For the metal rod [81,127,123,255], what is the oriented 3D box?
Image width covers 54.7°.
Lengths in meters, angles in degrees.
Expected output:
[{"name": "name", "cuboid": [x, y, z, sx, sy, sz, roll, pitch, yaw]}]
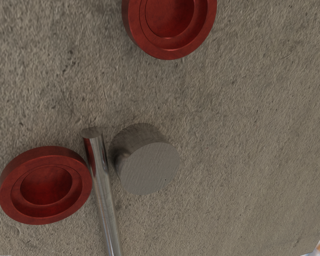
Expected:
[{"name": "metal rod", "cuboid": [-0.075, 0.130, 0.446, 0.025, 0.025, 0.298, -16, 125, -20]}]

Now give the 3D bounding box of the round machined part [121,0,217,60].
[{"name": "round machined part", "cuboid": [0.006, -0.124, 0.322, 0.099, 0.042, 0.097, -14, 124, -21]}]

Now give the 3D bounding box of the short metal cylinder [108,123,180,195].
[{"name": "short metal cylinder", "cuboid": [-0.021, 0.040, 0.404, 0.081, 0.050, 0.079, -14, 124, -21]}]

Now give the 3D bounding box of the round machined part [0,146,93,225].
[{"name": "round machined part", "cuboid": [-0.133, 0.062, 0.361, 0.099, 0.042, 0.097, -14, 124, -21]}]
